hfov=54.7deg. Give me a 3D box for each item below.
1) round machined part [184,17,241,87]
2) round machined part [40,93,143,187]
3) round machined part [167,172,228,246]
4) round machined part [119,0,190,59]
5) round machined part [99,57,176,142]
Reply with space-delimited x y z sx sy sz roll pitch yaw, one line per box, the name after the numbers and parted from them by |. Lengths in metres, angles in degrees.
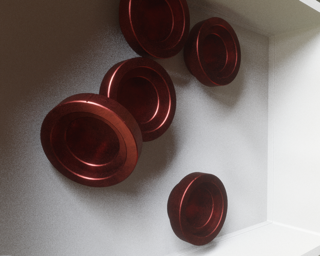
0.073 -0.110 0.459 0.099 0.042 0.097 0 90 -40 | round machined part
-0.066 0.009 0.317 0.098 0.098 0.042 63 21 -21 | round machined part
0.049 0.111 0.439 0.099 0.042 0.097 0 90 -40 | round machined part
-0.011 -0.134 0.383 0.099 0.042 0.097 -7 101 -42 | round machined part
-0.030 -0.033 0.372 0.099 0.042 0.097 0 90 -40 | round machined part
